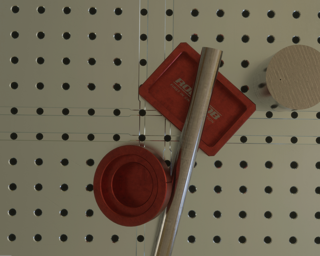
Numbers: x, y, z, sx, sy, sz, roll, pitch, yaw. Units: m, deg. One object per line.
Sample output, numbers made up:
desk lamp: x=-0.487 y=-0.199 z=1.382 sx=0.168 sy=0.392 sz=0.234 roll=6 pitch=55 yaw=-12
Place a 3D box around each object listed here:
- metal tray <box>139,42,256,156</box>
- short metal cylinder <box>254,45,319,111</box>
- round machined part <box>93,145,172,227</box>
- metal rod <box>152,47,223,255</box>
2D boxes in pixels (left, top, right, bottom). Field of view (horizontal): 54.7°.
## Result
metal tray: x=0.048 y=-0.037 z=0.411 sx=0.130 sy=0.030 sz=0.090 roll=42 pitch=90 yaw=-1
short metal cylinder: x=0.169 y=-0.062 z=0.403 sx=0.081 sy=0.050 sz=0.079 roll=0 pitch=90 yaw=-1
round machined part: x=-0.031 y=0.072 z=0.394 sx=0.098 sy=0.042 sz=0.097 roll=-2 pitch=83 yaw=19
metal rod: x=0.029 y=0.051 z=0.389 sx=0.025 sy=0.025 sz=0.298 roll=13 pitch=100 yaw=-1
